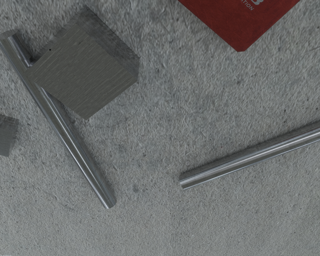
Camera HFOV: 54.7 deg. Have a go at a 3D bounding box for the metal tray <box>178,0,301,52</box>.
[{"bbox_3d":[0.062,-0.143,0.284,0.131,0.030,0.090,32,123,-25],"label":"metal tray"}]

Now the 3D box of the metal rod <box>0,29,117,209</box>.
[{"bbox_3d":[-0.121,0.013,0.415,0.025,0.025,0.299,-12,130,9],"label":"metal rod"}]

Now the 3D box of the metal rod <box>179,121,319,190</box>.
[{"bbox_3d":[0.165,0.026,0.431,0.300,0.025,0.025,-24,126,19],"label":"metal rod"}]

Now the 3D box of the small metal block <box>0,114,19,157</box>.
[{"bbox_3d":[-0.220,0.007,0.410,0.050,0.025,0.050,18,128,-15],"label":"small metal block"}]

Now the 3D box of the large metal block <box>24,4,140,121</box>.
[{"bbox_3d":[-0.080,-0.067,0.332,0.080,0.050,0.080,-34,123,25],"label":"large metal block"}]
